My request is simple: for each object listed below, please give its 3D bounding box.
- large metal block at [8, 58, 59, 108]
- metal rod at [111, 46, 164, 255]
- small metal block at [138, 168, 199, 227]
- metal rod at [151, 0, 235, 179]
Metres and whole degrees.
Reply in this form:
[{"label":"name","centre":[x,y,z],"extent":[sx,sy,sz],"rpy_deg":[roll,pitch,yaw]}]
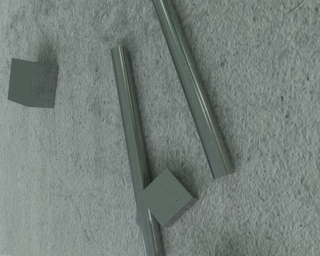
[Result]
[{"label":"large metal block","centre":[-0.239,-0.085,0.582],"extent":[0.080,0.050,0.079],"rpy_deg":[16,100,38]},{"label":"metal rod","centre":[-0.033,0.032,0.429],"extent":[0.025,0.025,0.298],"rpy_deg":[-17,79,38]},{"label":"small metal block","centre":[0.010,0.086,0.383],"extent":[0.050,0.025,0.050],"rpy_deg":[-45,61,4]},{"label":"metal rod","centre":[0.028,-0.085,0.380],"extent":[0.025,0.025,0.299],"rpy_deg":[-28,73,36]}]
